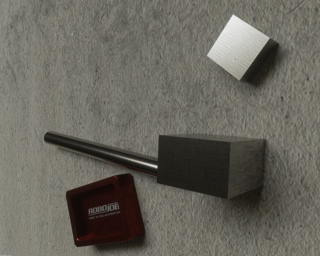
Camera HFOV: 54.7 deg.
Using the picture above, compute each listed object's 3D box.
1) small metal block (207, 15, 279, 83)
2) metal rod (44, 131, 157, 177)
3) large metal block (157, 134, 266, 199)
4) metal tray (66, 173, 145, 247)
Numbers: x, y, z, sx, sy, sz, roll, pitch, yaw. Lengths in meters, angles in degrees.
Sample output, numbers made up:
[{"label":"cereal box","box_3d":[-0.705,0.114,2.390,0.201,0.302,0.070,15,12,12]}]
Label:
[{"label":"small metal block","box_3d":[0.087,-0.084,0.332,0.050,0.025,0.050,47,118,29]},{"label":"metal rod","box_3d":[-0.086,0.038,0.472,0.300,0.025,0.025,10,96,39]},{"label":"large metal block","box_3d":[0.054,0.034,0.323,0.080,0.081,0.050,5,93,39]},{"label":"metal tray","box_3d":[-0.088,0.127,0.471,0.130,0.030,0.090,-23,76,37]}]
